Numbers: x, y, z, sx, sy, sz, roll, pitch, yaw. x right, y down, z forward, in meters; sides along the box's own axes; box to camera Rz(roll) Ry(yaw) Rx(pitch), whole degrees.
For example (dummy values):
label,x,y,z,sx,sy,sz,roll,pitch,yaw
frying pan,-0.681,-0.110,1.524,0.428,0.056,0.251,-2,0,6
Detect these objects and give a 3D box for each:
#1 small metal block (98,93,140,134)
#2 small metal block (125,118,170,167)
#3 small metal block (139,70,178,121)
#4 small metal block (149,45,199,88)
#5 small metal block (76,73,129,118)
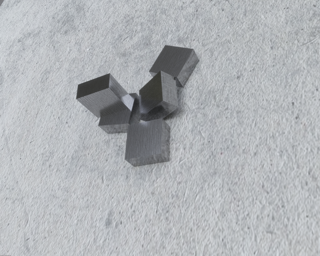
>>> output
label,x,y,z,sx,sy,sz,roll,pitch,yaw
small metal block,-0.055,-0.021,0.446,0.050,0.025,0.050,-4,60,26
small metal block,-0.015,0.019,0.400,0.050,0.025,0.050,-11,57,22
small metal block,-0.003,-0.040,0.417,0.050,0.025,0.050,-37,45,40
small metal block,0.021,-0.090,0.448,0.050,0.025,0.050,19,71,35
small metal block,-0.077,-0.043,0.422,0.050,0.050,0.025,-16,55,19
